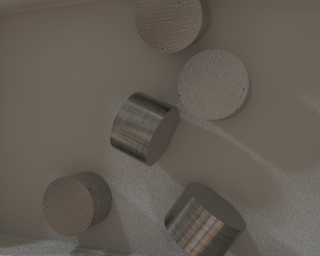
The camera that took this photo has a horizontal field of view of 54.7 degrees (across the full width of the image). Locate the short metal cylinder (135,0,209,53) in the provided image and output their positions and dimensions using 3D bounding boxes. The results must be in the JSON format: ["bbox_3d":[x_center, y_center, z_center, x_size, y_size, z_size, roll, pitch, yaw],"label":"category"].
[{"bbox_3d":[0.016,-0.136,0.378,0.080,0.050,0.079,6,112,16],"label":"short metal cylinder"}]

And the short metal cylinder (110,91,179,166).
[{"bbox_3d":[-0.017,0.001,0.387,0.050,0.080,0.080,26,99,18],"label":"short metal cylinder"}]

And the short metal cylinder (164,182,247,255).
[{"bbox_3d":[0.052,0.109,0.362,0.080,0.080,0.050,37,102,16],"label":"short metal cylinder"}]

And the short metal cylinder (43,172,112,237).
[{"bbox_3d":[-0.115,0.105,0.436,0.080,0.050,0.079,0,90,19],"label":"short metal cylinder"}]

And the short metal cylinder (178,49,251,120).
[{"bbox_3d":[0.067,-0.049,0.373,0.080,0.050,0.079,0,90,19],"label":"short metal cylinder"}]
